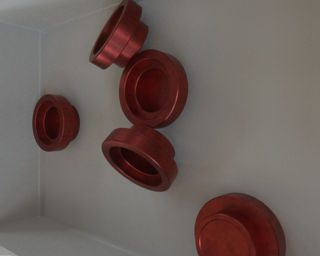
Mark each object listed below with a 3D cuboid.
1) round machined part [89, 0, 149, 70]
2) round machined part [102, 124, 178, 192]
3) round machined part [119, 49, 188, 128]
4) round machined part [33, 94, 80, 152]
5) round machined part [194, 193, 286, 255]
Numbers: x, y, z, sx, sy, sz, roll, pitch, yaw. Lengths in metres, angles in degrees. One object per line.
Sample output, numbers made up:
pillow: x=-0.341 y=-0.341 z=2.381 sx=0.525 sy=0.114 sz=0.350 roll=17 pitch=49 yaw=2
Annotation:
round machined part: x=-0.052 y=-0.120 z=0.417 sx=0.098 sy=0.042 sz=0.098 roll=-42 pitch=31 yaw=33
round machined part: x=-0.021 y=0.033 z=0.388 sx=0.098 sy=0.042 sz=0.097 roll=24 pitch=147 yaw=17
round machined part: x=-0.004 y=-0.048 z=0.397 sx=0.098 sy=0.042 sz=0.097 roll=0 pitch=90 yaw=39
round machined part: x=-0.177 y=-0.009 z=0.538 sx=0.098 sy=0.042 sz=0.097 roll=0 pitch=90 yaw=39
round machined part: x=0.077 y=0.122 z=0.331 sx=0.098 sy=0.042 sz=0.097 roll=0 pitch=90 yaw=39
